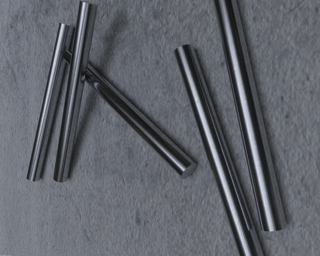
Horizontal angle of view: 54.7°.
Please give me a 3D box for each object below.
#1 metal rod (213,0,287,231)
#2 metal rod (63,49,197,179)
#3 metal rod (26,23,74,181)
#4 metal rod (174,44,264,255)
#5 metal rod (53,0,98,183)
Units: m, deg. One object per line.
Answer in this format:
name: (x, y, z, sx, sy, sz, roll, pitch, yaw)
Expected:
metal rod: (0.088, -0.045, 0.330, 0.025, 0.025, 0.298, -16, 80, 38)
metal rod: (-0.059, -0.035, 0.451, 0.300, 0.025, 0.025, 43, 116, 31)
metal rod: (-0.204, -0.040, 0.569, 0.025, 0.025, 0.298, 28, 107, 36)
metal rod: (0.070, 0.044, 0.346, 0.025, 0.025, 0.299, -26, 74, 37)
metal rod: (-0.137, -0.043, 0.488, 0.025, 0.025, 0.298, 33, 119, 34)
